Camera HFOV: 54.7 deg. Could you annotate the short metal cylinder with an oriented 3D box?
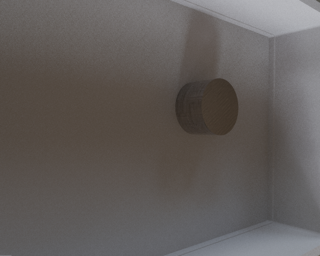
[{"bbox_3d":[0.069,-0.030,0.451,0.081,0.050,0.079,0,90,-40],"label":"short metal cylinder"}]
